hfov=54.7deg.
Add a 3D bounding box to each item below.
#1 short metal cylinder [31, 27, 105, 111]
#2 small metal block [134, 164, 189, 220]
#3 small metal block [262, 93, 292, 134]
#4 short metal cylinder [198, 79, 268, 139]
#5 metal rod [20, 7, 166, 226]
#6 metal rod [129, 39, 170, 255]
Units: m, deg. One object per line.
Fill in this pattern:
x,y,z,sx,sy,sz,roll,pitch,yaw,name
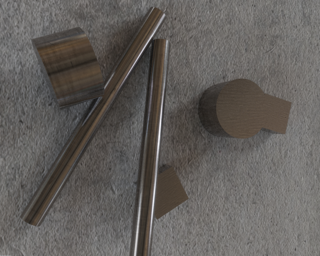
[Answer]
-0.101,-0.065,0.342,0.050,0.080,0.080,-23,98,-19,short metal cylinder
0.002,0.083,0.410,0.050,0.025,0.050,-30,100,-18,small metal block
0.167,-0.021,0.470,0.050,0.025,0.050,15,85,-20,small metal block
0.101,-0.026,0.433,0.081,0.050,0.079,0,90,-20,short metal cylinder
-0.076,-0.022,0.380,0.025,0.025,0.300,33,79,-17,metal rod
-0.012,0.034,0.383,0.025,0.025,0.299,9,79,-20,metal rod
